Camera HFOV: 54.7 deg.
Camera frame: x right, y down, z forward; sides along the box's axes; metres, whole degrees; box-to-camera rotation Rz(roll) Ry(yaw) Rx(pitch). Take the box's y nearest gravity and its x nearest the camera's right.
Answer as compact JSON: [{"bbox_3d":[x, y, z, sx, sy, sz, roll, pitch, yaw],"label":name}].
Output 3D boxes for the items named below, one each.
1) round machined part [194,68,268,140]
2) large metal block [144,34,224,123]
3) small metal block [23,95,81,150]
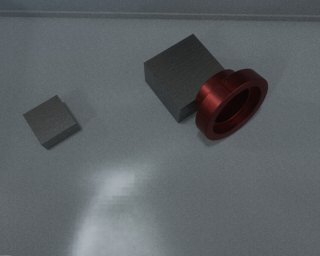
[{"bbox_3d":[0.083,-0.034,0.386,0.098,0.098,0.042,-33,59,-12],"label":"round machined part"},{"bbox_3d":[0.035,-0.067,0.421,0.080,0.050,0.080,-33,74,-12],"label":"large metal block"},{"bbox_3d":[-0.143,-0.007,0.411,0.050,0.025,0.050,-34,74,-12],"label":"small metal block"}]
